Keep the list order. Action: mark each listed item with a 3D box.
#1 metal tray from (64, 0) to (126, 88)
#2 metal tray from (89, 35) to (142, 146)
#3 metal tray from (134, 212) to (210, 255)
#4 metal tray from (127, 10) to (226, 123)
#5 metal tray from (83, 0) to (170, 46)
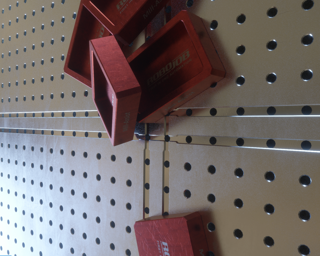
[{"bbox_3d":[-0.101,-0.134,0.486,0.090,0.030,0.129,31,109,35],"label":"metal tray"},{"bbox_3d":[-0.062,-0.044,0.408,0.090,0.030,0.129,63,159,23],"label":"metal tray"},{"bbox_3d":[0.020,0.177,0.388,0.090,0.030,0.129,-19,78,38],"label":"metal tray"},{"bbox_3d":[0.008,-0.073,0.397,0.130,0.030,0.090,-32,70,35],"label":"metal tray"},{"bbox_3d":[-0.030,-0.184,0.402,0.130,0.030,0.090,-46,62,9],"label":"metal tray"}]
